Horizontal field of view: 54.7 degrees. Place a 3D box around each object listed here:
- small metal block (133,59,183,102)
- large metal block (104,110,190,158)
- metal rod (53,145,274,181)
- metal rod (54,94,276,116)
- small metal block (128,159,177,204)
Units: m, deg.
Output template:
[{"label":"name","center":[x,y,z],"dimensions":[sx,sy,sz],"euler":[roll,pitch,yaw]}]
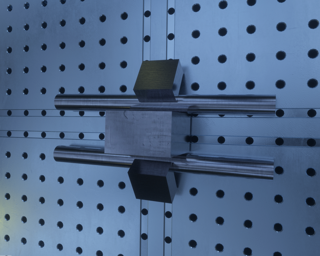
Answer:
[{"label":"small metal block","center":[-0.001,-0.060,0.397],"dimensions":[0.050,0.025,0.050],"euler":[1,56,19]},{"label":"large metal block","center":[-0.012,0.006,0.383],"dimensions":[0.080,0.080,0.050],"euler":[2,91,20]},{"label":"metal rod","center":[-0.009,0.044,0.412],"dimensions":[0.301,0.025,0.025],"euler":[2,91,19]},{"label":"metal rod","center":[-0.007,-0.032,0.410],"dimensions":[0.301,0.025,0.025],"euler":[2,91,19]},{"label":"small metal block","center":[-0.009,0.068,0.399],"dimensions":[0.050,0.025,0.050],"euler":[3,129,19]}]
